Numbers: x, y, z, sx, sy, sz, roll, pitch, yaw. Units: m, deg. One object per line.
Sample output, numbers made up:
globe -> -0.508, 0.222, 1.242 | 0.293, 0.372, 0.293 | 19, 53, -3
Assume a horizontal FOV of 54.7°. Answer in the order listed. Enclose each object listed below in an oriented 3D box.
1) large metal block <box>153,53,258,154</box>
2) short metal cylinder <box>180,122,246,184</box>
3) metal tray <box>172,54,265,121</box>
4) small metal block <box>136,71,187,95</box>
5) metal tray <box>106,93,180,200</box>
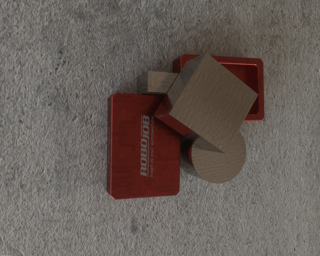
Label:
large metal block -> 0.053, -0.027, 0.362 | 0.080, 0.050, 0.080 | 34, 79, -17
short metal cylinder -> 0.069, 0.032, 0.422 | 0.081, 0.050, 0.080 | 0, 90, -20
metal tray -> 0.084, -0.054, 0.439 | 0.131, 0.030, 0.089 | -2, 91, -20
small metal block -> 0.001, -0.055, 0.397 | 0.050, 0.050, 0.025 | 1, 90, -20
metal tray -> -0.021, 0.022, 0.401 | 0.091, 0.030, 0.129 | 1, 90, -20
